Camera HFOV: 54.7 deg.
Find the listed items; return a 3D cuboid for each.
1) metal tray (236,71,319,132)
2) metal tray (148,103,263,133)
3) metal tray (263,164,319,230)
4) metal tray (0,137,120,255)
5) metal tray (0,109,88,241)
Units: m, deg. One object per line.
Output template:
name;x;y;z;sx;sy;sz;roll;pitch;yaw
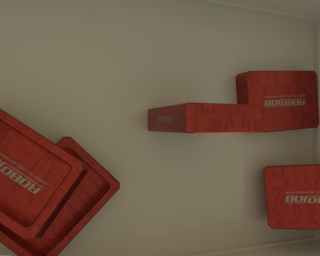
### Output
metal tray;0.183;-0.041;0.477;0.131;0.030;0.089;-4;92;-20
metal tray;0.047;-0.010;0.373;0.091;0.130;0.030;0;90;-20
metal tray;0.221;0.097;0.445;0.130;0.030;0.089;-5;83;20
metal tray;-0.124;0.084;0.362;0.090;0.030;0.130;47;75;-14
metal tray;-0.155;0.043;0.323;0.130;0.030;0.090;32;75;4
